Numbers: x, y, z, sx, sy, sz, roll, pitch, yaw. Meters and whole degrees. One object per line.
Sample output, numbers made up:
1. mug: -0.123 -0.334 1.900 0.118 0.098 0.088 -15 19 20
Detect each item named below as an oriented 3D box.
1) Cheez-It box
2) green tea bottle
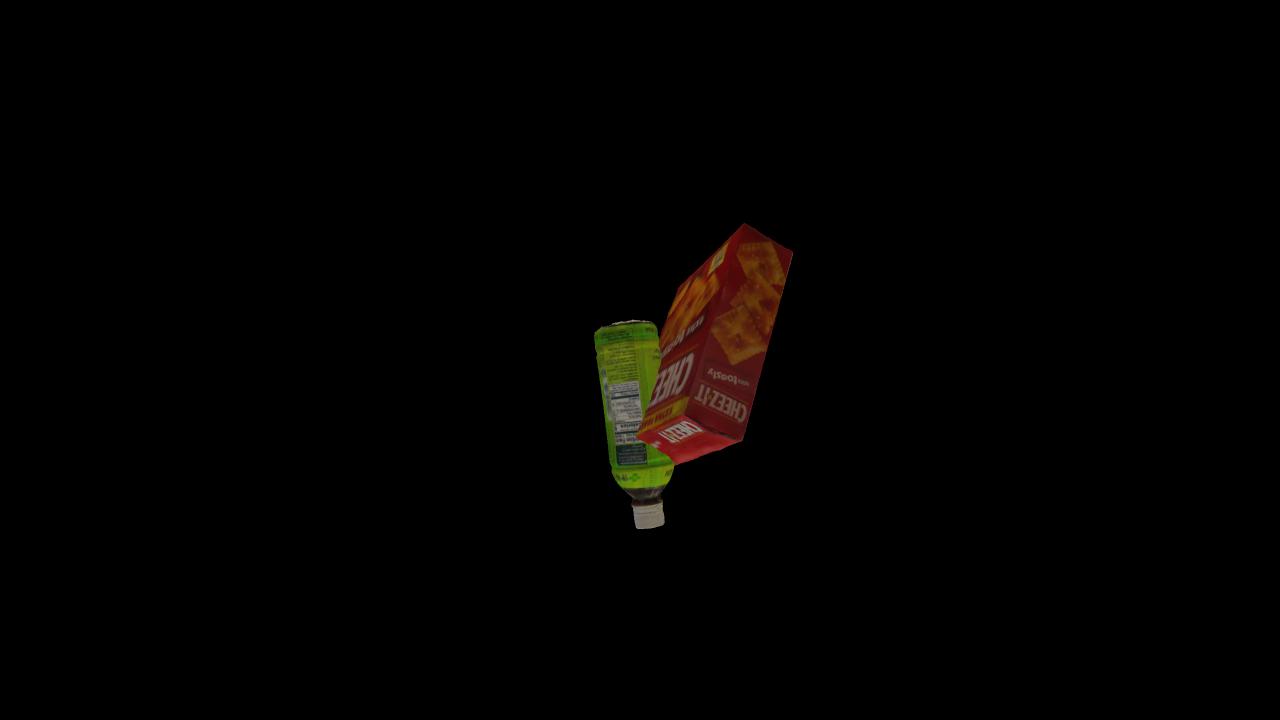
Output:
1. Cheez-It box: 0.066 -0.008 0.644 0.071 0.223 0.166 27 -26 -12
2. green tea bottle: -0.004 0.068 0.644 0.073 0.212 0.073 -5 -6 -1
